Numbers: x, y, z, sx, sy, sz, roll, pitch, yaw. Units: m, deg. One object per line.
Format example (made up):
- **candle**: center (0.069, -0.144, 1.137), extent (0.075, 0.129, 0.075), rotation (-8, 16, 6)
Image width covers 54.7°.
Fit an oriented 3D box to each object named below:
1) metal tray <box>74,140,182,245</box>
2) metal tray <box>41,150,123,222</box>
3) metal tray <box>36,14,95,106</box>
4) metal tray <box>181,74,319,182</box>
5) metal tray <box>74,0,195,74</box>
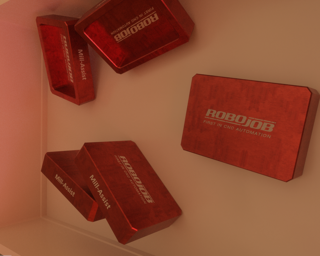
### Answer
- **metal tray**: center (-0.041, 0.074, 0.398), extent (0.030, 0.091, 0.130), rotation (-52, 60, 27)
- **metal tray**: center (-0.097, 0.075, 0.444), extent (0.130, 0.091, 0.030), rotation (31, 110, 35)
- **metal tray**: center (-0.151, -0.110, 0.497), extent (0.090, 0.030, 0.129), rotation (22, 127, 37)
- **metal tray**: center (0.089, -0.006, 0.330), extent (0.130, 0.030, 0.089), rotation (15, 100, 39)
- **metal tray**: center (-0.034, -0.128, 0.393), extent (0.130, 0.090, 0.030), rotation (-16, 41, 39)
